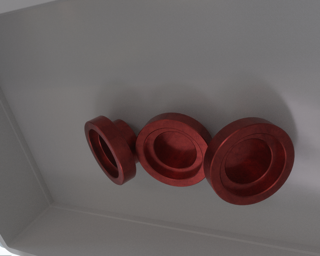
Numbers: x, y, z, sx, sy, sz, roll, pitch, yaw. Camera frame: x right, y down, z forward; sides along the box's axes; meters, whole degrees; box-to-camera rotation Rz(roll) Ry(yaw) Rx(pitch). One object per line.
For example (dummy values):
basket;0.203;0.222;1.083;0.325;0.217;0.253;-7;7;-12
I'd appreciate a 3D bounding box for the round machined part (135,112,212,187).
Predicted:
round machined part;0.022;0.024;0.397;0.098;0.042;0.097;9;121;16

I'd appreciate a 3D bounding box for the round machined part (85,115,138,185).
round machined part;-0.061;0.026;0.429;0.098;0.042;0.097;40;146;35

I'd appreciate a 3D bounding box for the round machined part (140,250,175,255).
round machined part;0.004;0.261;0.560;0.098;0.042;0.097;13;124;21

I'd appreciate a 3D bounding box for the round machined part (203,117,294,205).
round machined part;0.095;0.034;0.348;0.099;0.042;0.097;-5;111;-12
